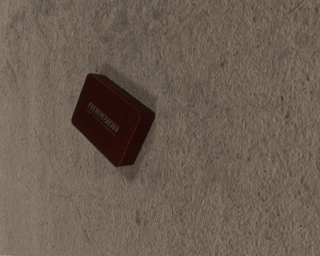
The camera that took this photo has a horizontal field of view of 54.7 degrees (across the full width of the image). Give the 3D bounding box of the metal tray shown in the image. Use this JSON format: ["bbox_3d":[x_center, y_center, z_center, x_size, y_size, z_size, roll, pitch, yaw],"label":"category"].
[{"bbox_3d":[-0.075,-0.014,0.461,0.130,0.030,0.089,38,113,33],"label":"metal tray"}]
